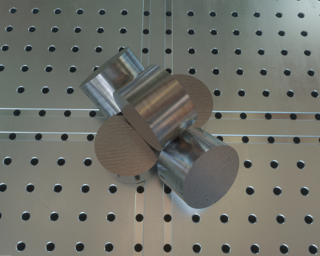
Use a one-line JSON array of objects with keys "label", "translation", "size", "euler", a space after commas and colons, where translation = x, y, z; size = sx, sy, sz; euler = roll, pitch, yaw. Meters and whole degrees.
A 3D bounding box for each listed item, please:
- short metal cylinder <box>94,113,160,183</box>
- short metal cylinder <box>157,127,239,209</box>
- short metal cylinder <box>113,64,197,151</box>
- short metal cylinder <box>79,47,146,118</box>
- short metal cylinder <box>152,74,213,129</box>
[{"label": "short metal cylinder", "translation": [-0.037, 0.026, 0.388], "size": [0.081, 0.050, 0.080], "euler": [0, 70, 0]}, {"label": "short metal cylinder", "translation": [0.044, 0.045, 0.359], "size": [0.080, 0.080, 0.050], "euler": [-39, 39, -13]}, {"label": "short metal cylinder", "translation": [-0.006, -0.021, 0.336], "size": [0.050, 0.080, 0.080], "euler": [-40, 75, -13]}, {"label": "short metal cylinder", "translation": [-0.055, -0.058, 0.396], "size": [0.080, 0.080, 0.050], "euler": [-44, 110, -15]}, {"label": "short metal cylinder", "translation": [0.026, -0.023, 0.406], "size": [0.081, 0.050, 0.080], "euler": [0, 70, 0]}]
